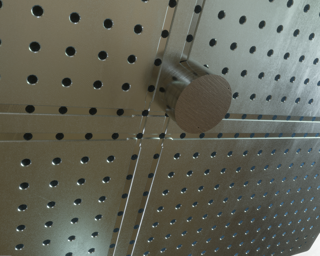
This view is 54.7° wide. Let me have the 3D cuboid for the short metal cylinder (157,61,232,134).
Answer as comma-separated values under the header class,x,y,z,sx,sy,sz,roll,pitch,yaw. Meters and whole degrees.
class,x,y,z,sx,sy,sz,roll,pitch,yaw
short metal cylinder,0.044,-0.039,0.396,0.081,0.050,0.079,-14,124,-21
